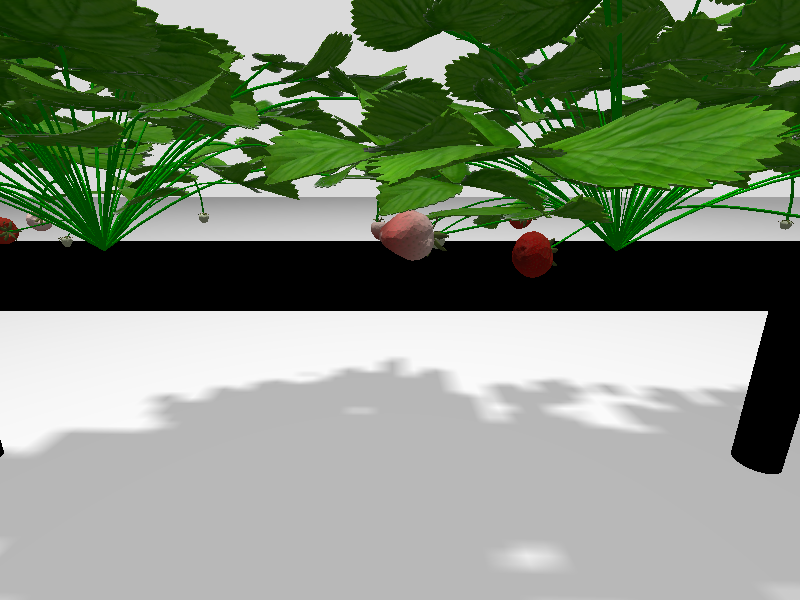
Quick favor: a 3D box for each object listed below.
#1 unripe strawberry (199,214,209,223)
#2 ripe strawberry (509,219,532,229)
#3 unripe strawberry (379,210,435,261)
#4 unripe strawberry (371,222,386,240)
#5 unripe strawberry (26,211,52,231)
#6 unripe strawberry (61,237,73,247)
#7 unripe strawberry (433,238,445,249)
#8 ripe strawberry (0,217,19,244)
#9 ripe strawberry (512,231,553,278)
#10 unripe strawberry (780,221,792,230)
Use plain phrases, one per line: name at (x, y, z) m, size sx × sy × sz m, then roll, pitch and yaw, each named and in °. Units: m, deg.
unripe strawberry at (-0.276, -0.115, 0.564) m, size 0.013 × 0.012 × 0.012 m, roll -1°, pitch 16°, yaw -4°
ripe strawberry at (0.156, -0.112, 0.522) m, size 0.032 × 0.036 × 0.034 m, roll -3°, pitch 16°, yaw -10°
unripe strawberry at (0.004, -0.047, 0.295) m, size 0.038 × 0.037 × 0.042 m, roll -5°, pitch 17°, yaw -15°
unripe strawberry at (-0.022, -0.075, 0.431) m, size 0.019 × 0.020 × 0.018 m, roll 6°, pitch 17°, yaw 21°
unripe strawberry at (-0.447, -0.097, 0.496) m, size 0.027 × 0.026 × 0.024 m, roll -19°, pitch 0°, yaw 42°
unripe strawberry at (-0.320, -0.056, 0.384) m, size 0.010 × 0.010 × 0.009 m, roll 9°, pitch 18°, yaw 29°
unripe strawberry at (0.034, -0.053, 0.362) m, size 0.013 × 0.015 × 0.015 m, roll 17°, pitch 17°, yaw 0°
ripe strawberry at (-0.392, -0.068, 0.392) m, size 0.027 × 0.026 × 0.025 m, roll 5°, pitch 17°, yaw 18°
ripe strawberry at (0.079, -0.027, 0.243) m, size 0.027 × 0.028 × 0.024 m, roll -16°, pitch 22°, yaw -42°
unripe strawberry at (0.432, -0.084, 0.448) m, size 0.010 × 0.010 × 0.011 m, roll -7°, pitch 17°, yaw -22°
